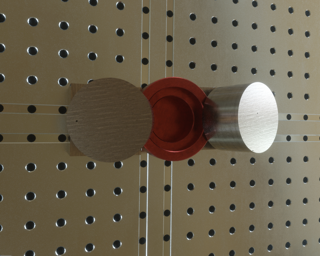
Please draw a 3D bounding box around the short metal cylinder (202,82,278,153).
[{"bbox_3d":[0.096,-0.012,0.368,0.081,0.050,0.080,0,90,-40],"label":"short metal cylinder"}]

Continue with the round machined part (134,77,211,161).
[{"bbox_3d":[0.011,-0.011,0.376,0.099,0.042,0.097,0,90,-20],"label":"round machined part"}]

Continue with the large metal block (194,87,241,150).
[{"bbox_3d":[0.073,-0.013,0.426,0.081,0.050,0.080,-1,91,-20],"label":"large metal block"}]

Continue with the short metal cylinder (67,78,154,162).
[{"bbox_3d":[-0.047,-0.008,0.315,0.080,0.050,0.079,0,91,1],"label":"short metal cylinder"}]

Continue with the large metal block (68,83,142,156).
[{"bbox_3d":[-0.068,-0.009,0.374,0.081,0.050,0.080,1,90,-20],"label":"large metal block"}]
